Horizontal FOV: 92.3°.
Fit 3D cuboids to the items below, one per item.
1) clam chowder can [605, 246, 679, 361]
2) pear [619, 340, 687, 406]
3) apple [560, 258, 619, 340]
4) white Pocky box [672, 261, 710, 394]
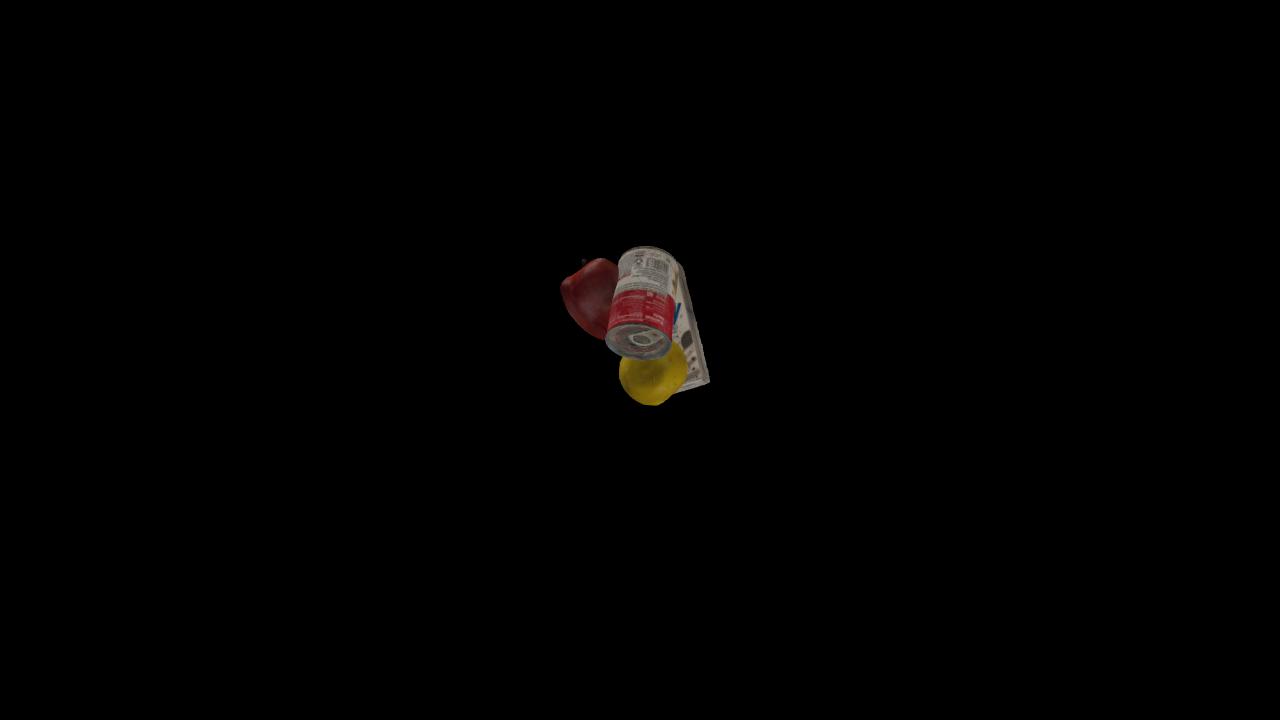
[{"bbox_3d":[0.004,-0.060,0.642,0.068,0.102,0.068,5,-29,3],"label":"clam chowder can"},{"bbox_3d":[0.022,0.017,0.714,0.080,0.080,0.111,0,-15,17],"label":"pear"},{"bbox_3d":[-0.041,-0.067,0.669,0.079,0.093,0.079,-29,12,7],"label":"apple"},{"bbox_3d":[0.027,-0.035,0.737,0.084,0.154,0.028,-19,-19,23],"label":"white Pocky box"}]
